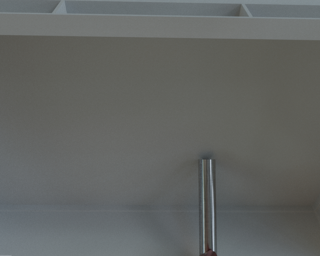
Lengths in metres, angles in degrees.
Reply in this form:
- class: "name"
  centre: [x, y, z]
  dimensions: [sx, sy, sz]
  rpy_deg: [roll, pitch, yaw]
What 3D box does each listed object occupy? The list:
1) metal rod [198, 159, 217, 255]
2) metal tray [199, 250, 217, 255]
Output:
- class: "metal rod"
  centre: [0.069, 0.195, 0.441]
  dimensions: [0.025, 0.298, 0.025]
  rpy_deg: [0, 175, 0]
- class: "metal tray"
  centre: [0.039, 0.238, 0.420]
  dimensions: [0.130, 0.090, 0.030]
  rpy_deg: [-35, 163, 17]
